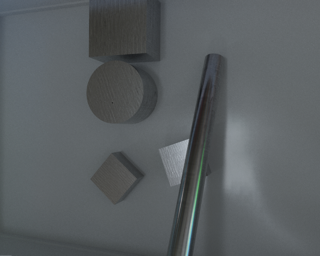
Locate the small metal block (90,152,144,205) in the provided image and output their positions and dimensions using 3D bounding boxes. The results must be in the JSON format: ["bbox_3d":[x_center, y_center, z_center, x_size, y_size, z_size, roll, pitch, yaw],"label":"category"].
[{"bbox_3d":[-0.059,0.069,0.430,0.050,0.025,0.050,43,103,14],"label":"small metal block"}]

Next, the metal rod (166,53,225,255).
[{"bbox_3d":[0.037,0.050,0.333,0.025,0.025,0.299,5,67,19],"label":"metal rod"}]

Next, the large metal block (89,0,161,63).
[{"bbox_3d":[-0.046,-0.131,0.412,0.080,0.050,0.079,1,90,19],"label":"large metal block"}]

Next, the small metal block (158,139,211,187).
[{"bbox_3d":[0.032,0.043,0.398,0.050,0.025,0.050,-20,84,18],"label":"small metal block"}]

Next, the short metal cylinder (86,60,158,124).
[{"bbox_3d":[-0.049,-0.045,0.414,0.080,0.050,0.079,0,90,19],"label":"short metal cylinder"}]
